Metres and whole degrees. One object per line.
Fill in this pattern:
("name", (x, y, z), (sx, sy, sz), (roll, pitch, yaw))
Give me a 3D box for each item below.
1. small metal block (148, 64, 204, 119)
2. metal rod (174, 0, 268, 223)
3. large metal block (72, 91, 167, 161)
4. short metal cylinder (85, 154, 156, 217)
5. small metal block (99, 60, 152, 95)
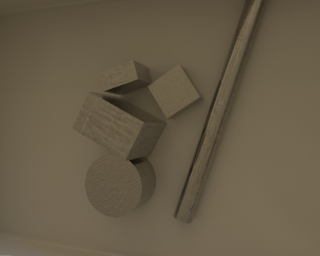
("small metal block", (0.021, -0.046, 0.403), (0.050, 0.025, 0.050), (-33, 80, 16))
("metal rod", (0.075, -0.025, 0.383), (0.025, 0.025, 0.298), (20, 96, 18))
("large metal block", (-0.049, -0.003, 0.397), (0.080, 0.080, 0.050), (29, 100, 17))
("short metal cylinder", (-0.052, 0.073, 0.414), (0.080, 0.050, 0.079), (0, 90, 19))
("small metal block", (-0.044, -0.065, 0.412), (0.050, 0.050, 0.025), (-16, 85, 19))
